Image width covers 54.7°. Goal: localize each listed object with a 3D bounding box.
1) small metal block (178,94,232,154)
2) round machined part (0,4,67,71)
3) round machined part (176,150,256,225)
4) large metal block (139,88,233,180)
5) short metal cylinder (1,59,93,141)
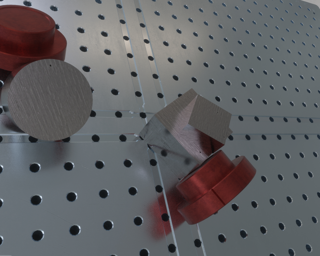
[{"bbox_3d":[0.055,-0.005,0.377,0.050,0.025,0.050,29,52,-10],"label":"small metal block"},{"bbox_3d":[-0.159,-0.108,0.359,0.099,0.042,0.098,14,38,-11],"label":"round machined part"},{"bbox_3d":[0.057,0.062,0.354,0.099,0.097,0.042,-34,82,-38],"label":"round machined part"},{"bbox_3d":[0.034,0.007,0.406,0.080,0.050,0.080,48,51,5],"label":"large metal block"},{"bbox_3d":[-0.118,-0.030,0.323,0.081,0.050,0.079,-5,100,-33],"label":"short metal cylinder"}]
